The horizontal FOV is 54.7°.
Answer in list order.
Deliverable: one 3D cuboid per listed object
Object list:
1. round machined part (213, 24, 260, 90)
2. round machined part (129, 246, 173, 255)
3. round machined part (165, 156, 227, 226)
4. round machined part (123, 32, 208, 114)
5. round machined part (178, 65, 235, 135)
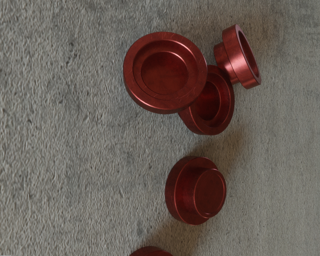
[{"bbox_3d":[0.116,-0.104,0.473,0.098,0.042,0.098,41,38,-42],"label":"round machined part"},{"bbox_3d":[-0.008,0.204,0.387,0.099,0.042,0.097,0,90,-40],"label":"round machined part"},{"bbox_3d":[0.058,0.090,0.442,0.099,0.042,0.097,0,90,-40],"label":"round machined part"},{"bbox_3d":[0.005,-0.063,0.377,0.099,0.042,0.098,2,76,-7],"label":"round machined part"},{"bbox_3d":[0.060,-0.039,0.443,0.099,0.042,0.097,-1,92,-41],"label":"round machined part"}]
